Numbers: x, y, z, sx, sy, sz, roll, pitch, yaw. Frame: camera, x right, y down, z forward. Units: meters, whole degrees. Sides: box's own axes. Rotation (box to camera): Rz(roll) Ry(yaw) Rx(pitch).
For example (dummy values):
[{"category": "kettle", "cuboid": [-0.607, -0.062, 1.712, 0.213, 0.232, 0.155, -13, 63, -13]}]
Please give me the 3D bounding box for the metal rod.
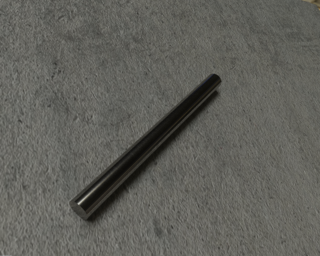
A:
[{"category": "metal rod", "cuboid": [0.003, 0.003, 0.407, 0.025, 0.025, 0.302, 45, 51, 2]}]
